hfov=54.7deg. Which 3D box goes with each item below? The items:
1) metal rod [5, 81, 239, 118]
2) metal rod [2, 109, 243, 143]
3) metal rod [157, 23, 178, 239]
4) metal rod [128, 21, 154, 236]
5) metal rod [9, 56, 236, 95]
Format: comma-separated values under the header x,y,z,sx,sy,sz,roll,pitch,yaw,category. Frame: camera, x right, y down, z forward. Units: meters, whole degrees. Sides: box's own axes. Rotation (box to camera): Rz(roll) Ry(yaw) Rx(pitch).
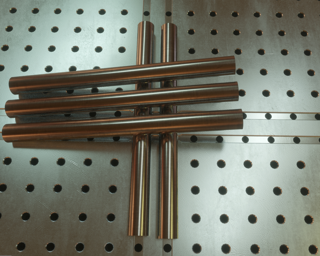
x,y,z,sx,sy,sz,roll,pitch,yaw,category
-0.053,-0.036,0.402,0.302,0.025,0.025,-4,70,7,metal rod
-0.051,-0.002,0.389,0.302,0.025,0.025,-3,70,7,metal rod
0.011,-0.010,0.416,0.025,0.025,0.299,1,70,0,metal rod
-0.023,-0.013,0.416,0.025,0.025,0.299,1,70,0,metal rod
-0.054,-0.070,0.415,0.302,0.025,0.025,-4,70,6,metal rod
